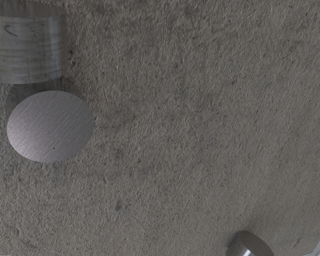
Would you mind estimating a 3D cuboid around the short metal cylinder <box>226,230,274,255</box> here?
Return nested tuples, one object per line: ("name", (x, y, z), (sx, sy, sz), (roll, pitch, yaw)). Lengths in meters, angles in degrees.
("short metal cylinder", (0.182, 0.256, 0.629), (0.081, 0.080, 0.050), (17, 110, -35))

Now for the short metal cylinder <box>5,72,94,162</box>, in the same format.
("short metal cylinder", (-0.115, -0.011, 0.321), (0.081, 0.050, 0.079), (-14, 124, -21))

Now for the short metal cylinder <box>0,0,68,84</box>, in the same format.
("short metal cylinder", (-0.120, -0.075, 0.259), (0.081, 0.080, 0.050), (-7, 122, -25))
